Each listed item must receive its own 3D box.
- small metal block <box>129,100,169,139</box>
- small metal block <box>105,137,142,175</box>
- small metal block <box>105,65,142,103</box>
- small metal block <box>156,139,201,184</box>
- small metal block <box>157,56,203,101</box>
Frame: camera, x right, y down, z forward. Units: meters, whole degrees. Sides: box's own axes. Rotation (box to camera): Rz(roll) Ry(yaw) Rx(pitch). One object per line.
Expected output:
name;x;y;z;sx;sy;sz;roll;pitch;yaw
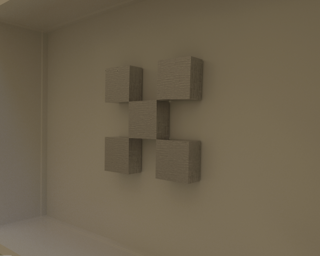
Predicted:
small metal block;-0.015;-0.011;0.417;0.050;0.025;0.050;1;91;40
small metal block;-0.054;0.038;0.449;0.050;0.025;0.050;1;91;40
small metal block;-0.053;-0.062;0.448;0.050;0.025;0.050;2;92;40
small metal block;0.022;0.040;0.386;0.050;0.025;0.050;2;91;40
small metal block;0.024;-0.060;0.384;0.050;0.025;0.050;3;92;40
